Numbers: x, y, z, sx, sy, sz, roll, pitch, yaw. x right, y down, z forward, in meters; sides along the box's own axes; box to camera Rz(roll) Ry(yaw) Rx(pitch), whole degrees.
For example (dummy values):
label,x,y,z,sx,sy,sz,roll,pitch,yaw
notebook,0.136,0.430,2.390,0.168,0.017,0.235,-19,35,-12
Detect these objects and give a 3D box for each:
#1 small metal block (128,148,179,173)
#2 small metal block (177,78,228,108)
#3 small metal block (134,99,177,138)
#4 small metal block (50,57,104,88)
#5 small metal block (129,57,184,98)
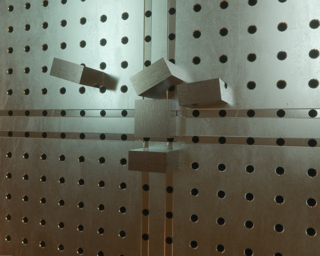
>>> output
label,x,y,z,sx,sy,sz,roll,pitch,yaw
small metal block,-0.007,0.041,0.402,0.050,0.050,0.025,2,91,20
small metal block,0.053,-0.041,0.381,0.050,0.050,0.025,-7,88,20
small metal block,-0.006,-0.012,0.415,0.050,0.025,0.050,1,90,20
small metal block,-0.118,-0.078,0.442,0.050,0.050,0.025,18,96,19
small metal block,-0.003,-0.063,0.401,0.050,0.050,0.025,-29,81,18
